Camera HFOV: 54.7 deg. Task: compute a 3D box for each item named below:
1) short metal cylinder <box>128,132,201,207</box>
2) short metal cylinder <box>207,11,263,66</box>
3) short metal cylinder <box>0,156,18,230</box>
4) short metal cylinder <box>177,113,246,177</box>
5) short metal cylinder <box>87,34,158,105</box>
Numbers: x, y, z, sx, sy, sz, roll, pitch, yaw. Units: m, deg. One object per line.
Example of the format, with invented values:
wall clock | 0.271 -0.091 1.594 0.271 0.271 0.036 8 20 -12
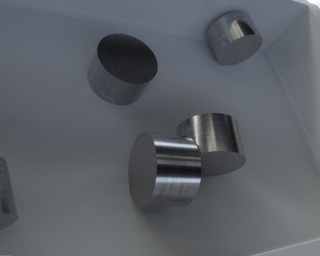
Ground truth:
short metal cylinder | 0.003 0.046 0.343 0.050 0.080 0.080 6 59 -25
short metal cylinder | 0.127 -0.152 0.531 0.081 0.080 0.050 -6 65 -31
short metal cylinder | -0.162 0.060 0.247 0.081 0.080 0.050 -9 67 -32
short metal cylinder | 0.063 0.023 0.390 0.081 0.080 0.050 10 58 -23
short metal cylinder | -0.050 -0.077 0.409 0.081 0.050 0.080 14 56 -21
